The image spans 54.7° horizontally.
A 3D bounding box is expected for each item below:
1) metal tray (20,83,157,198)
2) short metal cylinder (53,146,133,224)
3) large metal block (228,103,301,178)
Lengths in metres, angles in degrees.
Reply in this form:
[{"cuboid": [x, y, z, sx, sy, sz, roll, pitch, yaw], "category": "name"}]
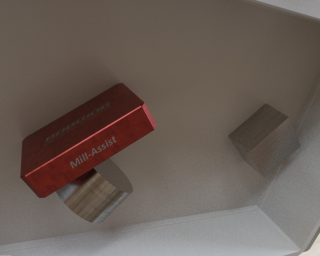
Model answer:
[{"cuboid": [-0.078, 0.006, 0.326, 0.131, 0.090, 0.030, -32, 120, -8], "category": "metal tray"}, {"cuboid": [-0.079, 0.066, 0.372, 0.050, 0.080, 0.080, -46, 130, 4], "category": "short metal cylinder"}, {"cuboid": [0.170, 0.021, 0.501, 0.080, 0.050, 0.080, -41, 130, 0], "category": "large metal block"}]
